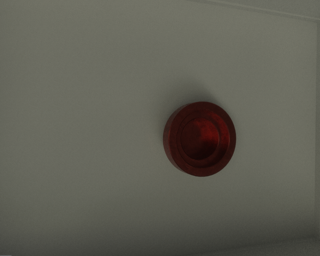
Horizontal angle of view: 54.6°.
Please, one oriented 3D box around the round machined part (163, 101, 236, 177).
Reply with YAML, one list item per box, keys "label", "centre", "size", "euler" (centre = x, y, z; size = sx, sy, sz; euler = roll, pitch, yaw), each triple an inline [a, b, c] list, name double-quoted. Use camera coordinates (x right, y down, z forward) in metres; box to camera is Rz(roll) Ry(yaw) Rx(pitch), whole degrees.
- label: "round machined part"
  centre: [0.050, 0.014, 0.419]
  size: [0.099, 0.042, 0.097]
  euler: [0, 90, -20]
